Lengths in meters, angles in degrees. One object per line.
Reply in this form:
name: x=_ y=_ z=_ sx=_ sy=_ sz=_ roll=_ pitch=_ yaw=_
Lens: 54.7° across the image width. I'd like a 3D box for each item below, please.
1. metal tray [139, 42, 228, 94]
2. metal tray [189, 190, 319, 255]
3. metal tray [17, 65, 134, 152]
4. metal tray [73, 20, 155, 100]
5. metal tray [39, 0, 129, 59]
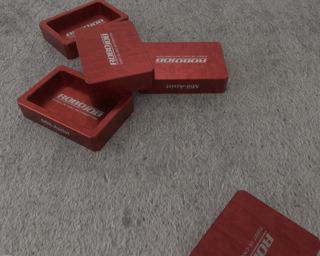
metal tray: x=0.032 y=-0.095 z=0.480 sx=0.131 sy=0.030 sz=0.090 roll=0 pitch=50 yaw=-1
metal tray: x=0.078 y=0.132 z=0.289 sx=0.090 sy=0.030 sz=0.131 roll=33 pitch=57 yaw=24
metal tray: x=-0.113 y=-0.032 z=0.425 sx=0.130 sy=0.030 sz=0.090 roll=24 pitch=54 yaw=18
metal tray: x=-0.068 y=-0.103 z=0.446 sx=0.091 sy=0.030 sz=0.130 roll=-13 pitch=51 yaw=-11
metal tray: x=-0.131 y=-0.179 z=0.549 sx=0.131 sy=0.030 sz=0.090 roll=-35 pitch=58 yaw=-26
